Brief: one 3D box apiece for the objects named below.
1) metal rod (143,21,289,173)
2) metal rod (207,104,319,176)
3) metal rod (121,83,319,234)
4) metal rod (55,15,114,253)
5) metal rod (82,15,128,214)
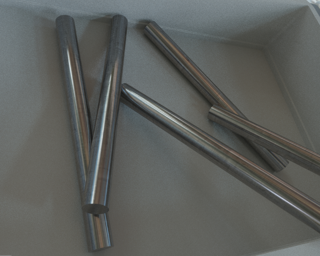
[{"bbox_3d":[0.084,-0.051,0.481,0.300,0.025,0.025,47,51,5],"label":"metal rod"},{"bbox_3d":[0.196,0.043,0.401,0.300,0.025,0.025,30,46,25],"label":"metal rod"},{"bbox_3d":[0.062,0.026,0.344,0.300,0.025,0.025,34,46,26],"label":"metal rod"},{"bbox_3d":[-0.094,-0.013,0.363,0.025,0.025,0.299,-1,62,-29],"label":"metal rod"},{"bbox_3d":[-0.061,-0.043,0.379,0.025,0.025,0.300,16,49,-20],"label":"metal rod"}]
